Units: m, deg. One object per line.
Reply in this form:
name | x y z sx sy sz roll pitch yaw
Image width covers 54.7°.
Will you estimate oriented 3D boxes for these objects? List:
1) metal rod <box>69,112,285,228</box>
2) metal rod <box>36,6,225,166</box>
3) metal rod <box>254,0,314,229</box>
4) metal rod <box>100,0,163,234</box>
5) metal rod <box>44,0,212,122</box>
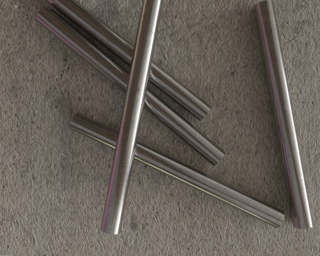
metal rod | 0.023 0.055 0.409 0.301 0.025 0.025 26 90 0
metal rod | -0.038 -0.055 0.409 0.300 0.025 0.025 39 90 0
metal rod | 0.163 -0.017 0.410 0.025 0.025 0.298 -10 90 0
metal rod | -0.034 -0.020 0.383 0.025 0.025 0.298 10 90 0
metal rod | -0.058 -0.111 0.409 0.300 0.025 0.025 38 90 0
